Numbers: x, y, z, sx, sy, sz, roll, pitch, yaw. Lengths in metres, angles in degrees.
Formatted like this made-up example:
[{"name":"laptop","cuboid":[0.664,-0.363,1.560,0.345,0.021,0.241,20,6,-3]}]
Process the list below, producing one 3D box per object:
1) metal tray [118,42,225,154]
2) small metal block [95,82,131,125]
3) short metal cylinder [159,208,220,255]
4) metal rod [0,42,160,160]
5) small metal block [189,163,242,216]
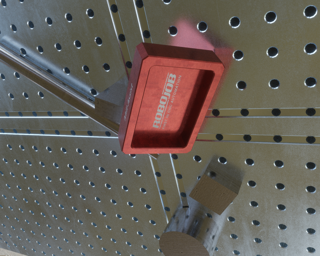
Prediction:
[{"name":"metal tray","cuboid":[0.008,-0.027,0.352,0.091,0.030,0.129,1,130,-20]},{"name":"small metal block","cuboid":[-0.048,-0.032,0.399,0.050,0.050,0.025,20,126,16]},{"name":"short metal cylinder","cuboid":[0.046,0.170,0.475,0.080,0.050,0.079,13,124,20]},{"name":"metal rod","cuboid":[-0.126,-0.044,0.447,0.301,0.025,0.025,32,128,7]},{"name":"small metal block","cuboid":[0.075,0.084,0.423,0.050,0.025,0.050,31,128,7]}]
